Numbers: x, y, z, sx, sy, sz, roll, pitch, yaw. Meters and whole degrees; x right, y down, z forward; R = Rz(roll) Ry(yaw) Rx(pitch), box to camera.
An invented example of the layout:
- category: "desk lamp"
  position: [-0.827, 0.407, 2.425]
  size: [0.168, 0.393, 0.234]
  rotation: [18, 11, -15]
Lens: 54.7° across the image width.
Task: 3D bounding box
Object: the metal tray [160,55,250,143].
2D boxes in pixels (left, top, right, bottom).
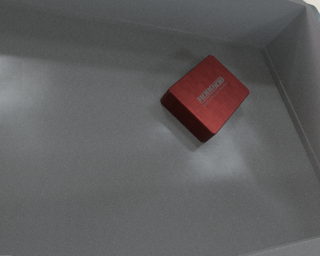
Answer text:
- category: "metal tray"
  position: [0.073, -0.049, 0.474]
  size: [0.090, 0.030, 0.131]
  rotation: [44, 51, 2]
